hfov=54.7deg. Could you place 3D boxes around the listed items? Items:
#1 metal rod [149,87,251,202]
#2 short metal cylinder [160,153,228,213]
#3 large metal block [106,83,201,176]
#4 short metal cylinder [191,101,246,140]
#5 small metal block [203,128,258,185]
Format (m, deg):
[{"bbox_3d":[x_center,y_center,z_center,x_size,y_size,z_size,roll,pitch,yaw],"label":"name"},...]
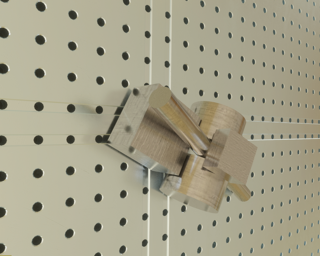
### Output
[{"bbox_3d":[0.071,0.041,0.413,0.300,0.025,0.025,45,62,-48],"label":"metal rod"},{"bbox_3d":[0.046,0.073,0.408,0.080,0.080,0.050,37,67,-34],"label":"short metal cylinder"},{"bbox_3d":[-0.005,0.003,0.381,0.080,0.050,0.080,36,68,-34],"label":"large metal block"},{"bbox_3d":[0.073,0.004,0.431,0.080,0.080,0.050,34,69,-35],"label":"short metal cylinder"},{"bbox_3d":[0.085,0.035,0.374,0.050,0.025,0.050,32,70,-26],"label":"small metal block"}]
